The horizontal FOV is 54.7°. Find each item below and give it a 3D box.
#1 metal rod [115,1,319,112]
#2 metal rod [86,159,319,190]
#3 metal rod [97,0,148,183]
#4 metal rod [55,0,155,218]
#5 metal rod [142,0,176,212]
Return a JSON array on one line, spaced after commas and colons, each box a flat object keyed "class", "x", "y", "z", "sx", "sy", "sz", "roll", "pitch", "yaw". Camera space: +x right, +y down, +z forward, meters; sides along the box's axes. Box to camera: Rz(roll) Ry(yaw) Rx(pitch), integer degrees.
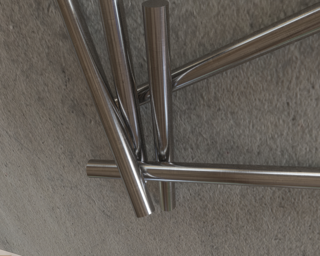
[{"class": "metal rod", "x": 0.039, "y": -0.063, "z": 0.346, "sx": 0.300, "sy": 0.025, "sz": 0.025, "roll": -19, "pitch": 109, "yaw": 35}, {"class": "metal rod", "x": 0.053, "y": 0.055, "z": 0.376, "sx": 0.301, "sy": 0.025, "sz": 0.025, "roll": 0, "pitch": 119, "yaw": 15}, {"class": "metal rod", "x": -0.040, "y": -0.052, "z": 0.357, "sx": 0.025, "sy": 0.025, "sz": 0.298, "roll": 10, "pitch": 127, "yaw": 23}, {"class": "metal rod", "x": -0.068, "y": -0.038, "z": 0.367, "sx": 0.025, "sy": 0.025, "sz": 0.298, "roll": -18, "pitch": 93, "yaw": 35}, {"class": "metal rod", "x": 0.004, "y": 0.001, "z": 0.379, "sx": 0.025, "sy": 0.025, "sz": 0.298, "roll": 13, "pitch": 132, "yaw": 20}]
